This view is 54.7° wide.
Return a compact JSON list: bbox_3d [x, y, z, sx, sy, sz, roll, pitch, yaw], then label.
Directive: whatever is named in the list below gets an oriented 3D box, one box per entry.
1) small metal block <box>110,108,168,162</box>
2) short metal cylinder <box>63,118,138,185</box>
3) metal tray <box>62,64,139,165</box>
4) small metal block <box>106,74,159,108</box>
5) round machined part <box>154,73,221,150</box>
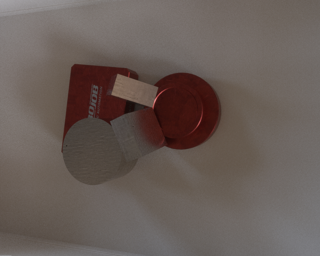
[{"bbox_3d":[-0.024,0.006,0.361,0.025,0.050,0.050,-23,89,37],"label":"small metal block"},{"bbox_3d":[-0.073,0.027,0.388,0.080,0.050,0.079,0,90,19],"label":"short metal cylinder"},{"bbox_3d":[-0.084,-0.020,0.432,0.090,0.030,0.129,8,93,19],"label":"metal tray"},{"bbox_3d":[-0.036,-0.045,0.380,0.050,0.050,0.025,16,90,-18],"label":"small metal block"},{"bbox_3d":[0.025,-0.021,0.390,0.098,0.042,0.097,0,90,19],"label":"round machined part"}]
